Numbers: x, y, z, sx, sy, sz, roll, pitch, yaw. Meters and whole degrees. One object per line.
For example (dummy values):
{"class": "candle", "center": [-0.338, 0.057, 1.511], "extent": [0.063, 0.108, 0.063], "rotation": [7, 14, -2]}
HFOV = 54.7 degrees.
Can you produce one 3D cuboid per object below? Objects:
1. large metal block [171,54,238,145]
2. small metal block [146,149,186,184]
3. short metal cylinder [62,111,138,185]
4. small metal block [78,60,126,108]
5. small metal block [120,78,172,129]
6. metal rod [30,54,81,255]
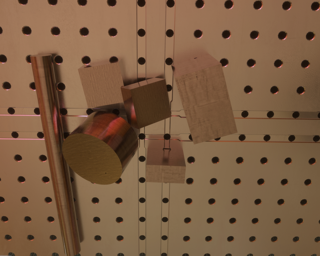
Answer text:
{"class": "large metal block", "center": [0.051, -0.038, 0.371], "extent": [0.050, 0.080, 0.080], "rotation": [-16, 110, 5]}
{"class": "small metal block", "center": [0.007, 0.050, 0.419], "extent": [0.050, 0.050, 0.025], "rotation": [3, 110, -2]}
{"class": "short metal cylinder", "center": [-0.074, 0.025, 0.393], "extent": [0.080, 0.050, 0.079], "rotation": [11, 127, 15]}
{"class": "small metal block", "center": [-0.070, -0.056, 0.392], "extent": [0.050, 0.025, 0.050], "rotation": [-9, 110, 3]}
{"class": "small metal block", "center": [-0.017, -0.032, 0.389], "extent": [0.050, 0.025, 0.050], "rotation": [-22, 113, -29]}
{"class": "metal rod", "center": [-0.141, 0.051, 0.430], "extent": [0.025, 0.025, 0.298], "rotation": [-2, 110, 0]}
